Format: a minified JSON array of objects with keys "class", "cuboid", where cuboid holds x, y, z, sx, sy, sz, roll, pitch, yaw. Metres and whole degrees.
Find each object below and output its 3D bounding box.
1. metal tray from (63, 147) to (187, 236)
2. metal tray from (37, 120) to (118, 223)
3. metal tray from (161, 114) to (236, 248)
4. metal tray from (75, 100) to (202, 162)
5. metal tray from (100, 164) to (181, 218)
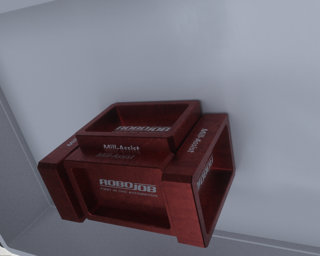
[{"class":"metal tray","cuboid":[-0.039,0.069,0.350,0.130,0.030,0.089,1,119,27]},{"class":"metal tray","cuboid":[-0.093,0.050,0.419,0.030,0.131,0.089,1,119,28]},{"class":"metal tray","cuboid":[0.050,0.051,0.343,0.030,0.131,0.089,1,119,28]},{"class":"metal tray","cuboid":[-0.024,0.000,0.376,0.130,0.090,0.030,1,119,28]},{"class":"metal tray","cuboid":[-0.005,0.079,0.414,0.130,0.090,0.030,0,118,28]}]
